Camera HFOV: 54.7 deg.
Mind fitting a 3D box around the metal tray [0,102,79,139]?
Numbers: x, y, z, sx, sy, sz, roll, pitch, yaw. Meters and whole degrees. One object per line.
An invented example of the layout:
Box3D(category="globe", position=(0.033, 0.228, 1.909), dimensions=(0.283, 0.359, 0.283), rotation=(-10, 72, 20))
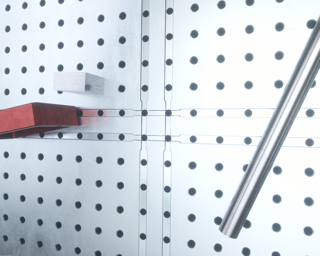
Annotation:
Box3D(category="metal tray", position=(-0.198, -0.007, 0.445), dimensions=(0.130, 0.090, 0.030), rotation=(-10, 87, 19))

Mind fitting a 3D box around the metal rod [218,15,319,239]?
Box3D(category="metal rod", position=(0.142, -0.007, 0.362), dimensions=(0.025, 0.025, 0.298), rotation=(26, 98, 18))

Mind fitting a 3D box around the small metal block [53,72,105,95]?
Box3D(category="small metal block", position=(-0.114, -0.063, 0.438), dimensions=(0.050, 0.050, 0.025), rotation=(5, 92, 19))
